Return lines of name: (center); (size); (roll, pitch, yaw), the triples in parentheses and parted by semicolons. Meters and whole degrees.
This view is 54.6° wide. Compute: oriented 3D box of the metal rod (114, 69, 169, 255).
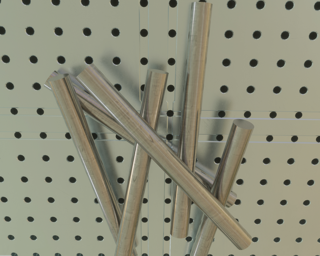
metal rod: (-0.030, 0.072, 0.410); (0.025, 0.025, 0.298); (10, 109, -4)

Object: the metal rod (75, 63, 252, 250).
metal rod: (0.015, 0.045, 0.375); (0.025, 0.025, 0.300); (-39, 106, 13)

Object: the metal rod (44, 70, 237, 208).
metal rod: (-0.017, 0.022, 0.421); (0.301, 0.025, 0.025); (35, 106, -12)

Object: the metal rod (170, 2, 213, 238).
metal rod: (0.038, 0.000, 0.394); (0.025, 0.025, 0.298); (4, 103, -2)

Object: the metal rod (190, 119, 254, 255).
metal rod: (0.073, 0.124, 0.436); (0.025, 0.025, 0.298); (9, 119, -4)

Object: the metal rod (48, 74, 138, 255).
metal rod: (-0.083, 0.071, 0.423); (0.025, 0.025, 0.299); (-13, 115, 5)
